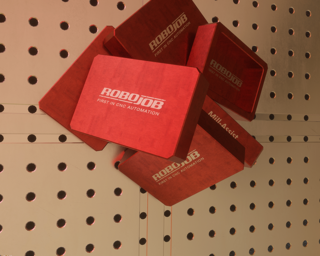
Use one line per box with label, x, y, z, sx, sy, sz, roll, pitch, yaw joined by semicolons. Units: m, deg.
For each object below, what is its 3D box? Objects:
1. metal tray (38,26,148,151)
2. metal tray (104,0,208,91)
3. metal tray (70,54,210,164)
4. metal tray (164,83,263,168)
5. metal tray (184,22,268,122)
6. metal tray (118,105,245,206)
metal tray;-0.072;-0.048;0.383;0.090;0.030;0.130;41;77;-17
metal tray;0.005;-0.114;0.391;0.090;0.030;0.130;49;61;-17
metal tray;-0.024;-0.024;0.323;0.030;0.130;0.090;30;76;-61
metal tray;0.057;-0.003;0.398;0.130;0.090;0.030;40;77;-16
metal tray;0.091;-0.070;0.417;0.131;0.030;0.090;22;82;-41
metal tray;0.023;0.038;0.370;0.090;0.129;0.030;40;39;-16
